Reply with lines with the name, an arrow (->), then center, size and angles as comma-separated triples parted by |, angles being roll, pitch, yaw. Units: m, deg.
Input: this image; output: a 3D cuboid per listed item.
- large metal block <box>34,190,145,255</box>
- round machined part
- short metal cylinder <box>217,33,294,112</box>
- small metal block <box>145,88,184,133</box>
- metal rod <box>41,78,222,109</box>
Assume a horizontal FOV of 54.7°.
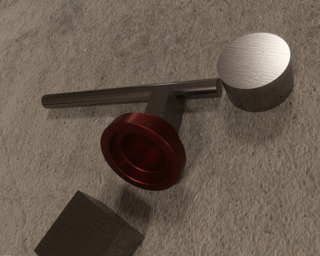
large metal block -> -0.079, 0.130, 0.348 | 0.080, 0.050, 0.080 | 26, 76, 36
round machined part -> -0.015, 0.023, 0.358 | 0.098, 0.097, 0.042 | 2, 35, 28
short metal cylinder -> 0.114, -0.065, 0.368 | 0.080, 0.050, 0.080 | -13, 56, 20
small metal block -> 0.005, -0.015, 0.393 | 0.025, 0.050, 0.050 | 2, 62, 29
metal rod -> -0.059, -0.048, 0.462 | 0.301, 0.025, 0.025 | -1, 61, 27
